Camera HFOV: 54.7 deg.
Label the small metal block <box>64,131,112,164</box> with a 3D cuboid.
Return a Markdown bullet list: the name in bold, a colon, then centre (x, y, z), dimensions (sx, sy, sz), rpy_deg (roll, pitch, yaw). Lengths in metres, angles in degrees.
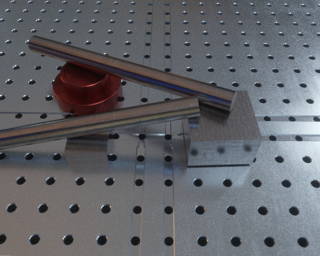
- **small metal block**: centre (-0.089, 0.018, 0.392), dimensions (0.050, 0.025, 0.050), rpy_deg (0, 50, -1)

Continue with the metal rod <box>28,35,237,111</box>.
- **metal rod**: centre (-0.049, -0.078, 0.410), dimensions (0.301, 0.025, 0.025), rpy_deg (19, 52, 18)

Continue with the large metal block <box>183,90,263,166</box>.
- **large metal block**: centre (0.073, -0.001, 0.389), dimensions (0.081, 0.050, 0.080), rpy_deg (-1, 50, -2)

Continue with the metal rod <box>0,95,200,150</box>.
- **metal rod**: centre (-0.104, -0.001, 0.372), dimensions (0.302, 0.025, 0.025), rpy_deg (-9, 50, 5)

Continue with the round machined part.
- **round machined part**: centre (-0.107, -0.068, 0.452), dimensions (0.099, 0.042, 0.098), rpy_deg (0, 50, 0)
